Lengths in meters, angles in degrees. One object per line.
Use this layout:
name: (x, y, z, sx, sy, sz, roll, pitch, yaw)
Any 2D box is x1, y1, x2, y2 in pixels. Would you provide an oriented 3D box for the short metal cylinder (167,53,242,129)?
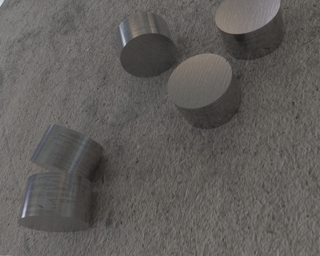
short metal cylinder: (0.056, -0.045, 0.386, 0.080, 0.050, 0.080, -13, 56, 21)

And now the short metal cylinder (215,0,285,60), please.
short metal cylinder: (0.119, -0.137, 0.409, 0.080, 0.050, 0.080, -13, 56, 21)

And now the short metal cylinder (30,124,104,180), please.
short metal cylinder: (-0.122, 0.036, 0.410, 0.080, 0.080, 0.050, 9, 67, 32)

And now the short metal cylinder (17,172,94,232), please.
short metal cylinder: (-0.125, 0.092, 0.378, 0.080, 0.080, 0.050, -14, 56, 21)

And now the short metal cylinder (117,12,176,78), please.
short metal cylinder: (-0.021, -0.120, 0.454, 0.080, 0.080, 0.050, -24, 53, 14)
